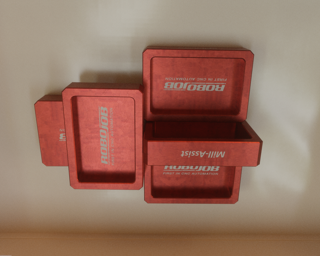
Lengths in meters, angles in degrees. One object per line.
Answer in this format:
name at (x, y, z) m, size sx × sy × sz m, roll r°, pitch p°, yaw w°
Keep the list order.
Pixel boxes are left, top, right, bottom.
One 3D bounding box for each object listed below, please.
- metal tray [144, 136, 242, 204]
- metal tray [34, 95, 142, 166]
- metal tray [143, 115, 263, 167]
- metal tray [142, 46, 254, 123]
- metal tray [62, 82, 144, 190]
metal tray at (0.044, 0.059, 0.429) m, size 0.131 × 0.030 × 0.089 m, roll 1°, pitch 110°, yaw -1°
metal tray at (-0.089, 0.004, 0.405) m, size 0.131 × 0.030 × 0.089 m, roll 0°, pitch 110°, yaw -1°
metal tray at (0.047, 0.013, 0.379) m, size 0.131 × 0.090 × 0.030 m, roll 1°, pitch 110°, yaw -1°
metal tray at (0.044, -0.054, 0.388) m, size 0.131 × 0.030 × 0.089 m, roll 1°, pitch 110°, yaw -1°
metal tray at (-0.065, 0.012, 0.377) m, size 0.091 × 0.030 × 0.129 m, roll 1°, pitch 110°, yaw -1°
